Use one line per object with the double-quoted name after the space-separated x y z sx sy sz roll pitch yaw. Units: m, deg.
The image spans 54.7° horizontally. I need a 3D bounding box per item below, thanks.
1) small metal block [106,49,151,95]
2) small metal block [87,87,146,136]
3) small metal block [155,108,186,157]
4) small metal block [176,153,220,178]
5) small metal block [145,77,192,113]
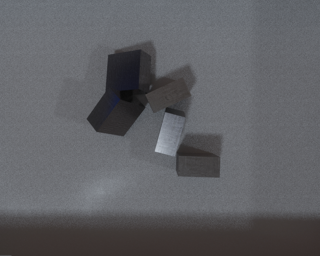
-0.040 -0.069 0.397 0.050 0.025 0.050 -1 81 29 "small metal block"
-0.054 -0.019 0.390 0.050 0.050 0.025 -52 60 16 "small metal block"
0.013 0.003 0.395 0.025 0.050 0.050 15 101 -1 "small metal block"
0.048 0.047 0.400 0.050 0.050 0.025 2 90 -1 "small metal block"
0.009 -0.041 0.398 0.050 0.050 0.025 -25 94 -1 "small metal block"
